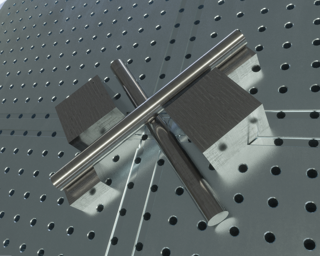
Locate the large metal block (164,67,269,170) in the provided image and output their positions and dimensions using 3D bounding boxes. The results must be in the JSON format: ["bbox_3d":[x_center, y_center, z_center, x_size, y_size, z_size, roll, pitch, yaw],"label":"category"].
[{"bbox_3d":[0.066,-0.012,0.365,0.080,0.050,0.080,-40,51,1],"label":"large metal block"}]

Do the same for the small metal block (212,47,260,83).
[{"bbox_3d":[0.095,-0.088,0.413,0.050,0.025,0.050,-38,51,3],"label":"small metal block"}]

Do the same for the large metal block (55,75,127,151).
[{"bbox_3d":[-0.097,-0.018,0.454,0.080,0.050,0.080,-37,51,3],"label":"large metal block"}]

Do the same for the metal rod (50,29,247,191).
[{"bbox_3d":[-0.015,-0.022,0.397,0.300,0.025,0.025,-38,51,2],"label":"metal rod"}]

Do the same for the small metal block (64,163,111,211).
[{"bbox_3d":[-0.101,0.073,0.417,0.050,0.025,0.050,-39,51,2],"label":"small metal block"}]

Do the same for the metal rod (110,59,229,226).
[{"bbox_3d":[-0.005,-0.004,0.412,0.025,0.025,0.300,-37,51,4],"label":"metal rod"}]
